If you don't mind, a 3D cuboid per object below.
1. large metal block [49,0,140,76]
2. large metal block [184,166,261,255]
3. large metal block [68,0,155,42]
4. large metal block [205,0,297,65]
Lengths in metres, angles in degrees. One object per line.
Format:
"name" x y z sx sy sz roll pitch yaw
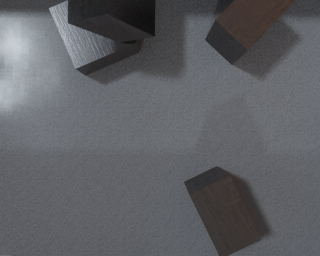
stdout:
"large metal block" -0.081 -0.124 0.398 0.080 0.050 0.080 -24 90 0
"large metal block" 0.073 0.099 0.384 0.050 0.080 0.080 -26 90 0
"large metal block" -0.048 -0.143 0.326 0.050 0.080 0.080 1 90 32
"large metal block" 0.107 -0.132 0.384 0.050 0.080 0.080 44 90 0
